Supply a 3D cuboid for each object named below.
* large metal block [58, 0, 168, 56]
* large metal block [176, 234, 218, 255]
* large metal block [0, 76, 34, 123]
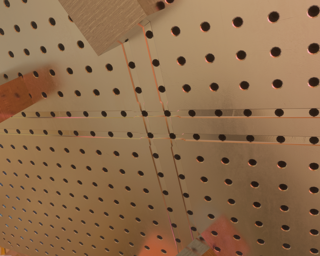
[{"bbox_3d":[-0.053,-0.139,0.338,0.080,0.050,0.080,-27,104,37],"label":"large metal block"},{"bbox_3d":[0.063,0.228,0.476,0.080,0.050,0.080,-39,98,-5],"label":"large metal block"},{"bbox_3d":[-0.267,-0.044,0.491,0.080,0.080,0.050,2,119,27],"label":"large metal block"}]
